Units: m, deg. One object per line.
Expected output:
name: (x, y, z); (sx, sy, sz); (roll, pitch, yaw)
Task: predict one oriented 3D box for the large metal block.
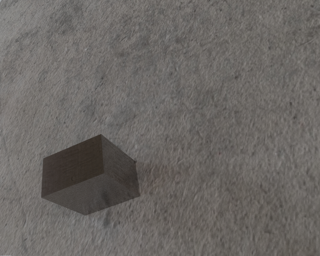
large metal block: (-0.081, 0.060, 0.373); (0.080, 0.080, 0.050); (-22, 54, 14)
